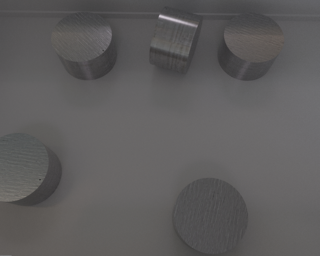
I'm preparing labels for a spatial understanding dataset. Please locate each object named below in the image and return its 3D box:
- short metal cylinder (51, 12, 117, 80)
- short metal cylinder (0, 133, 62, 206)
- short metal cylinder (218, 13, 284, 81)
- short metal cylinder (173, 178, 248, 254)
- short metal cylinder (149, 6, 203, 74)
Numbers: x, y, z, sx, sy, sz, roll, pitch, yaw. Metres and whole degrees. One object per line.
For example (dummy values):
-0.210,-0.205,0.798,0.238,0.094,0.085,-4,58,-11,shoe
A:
-0.105,-0.115,0.437,0.081,0.050,0.080,0,70,0,short metal cylinder
-0.167,0.052,0.376,0.081,0.050,0.080,0,70,0,short metal cylinder
0.126,-0.114,0.439,0.081,0.050,0.080,0,70,0,short metal cylinder
0.055,0.102,0.359,0.081,0.050,0.080,0,70,0,short metal cylinder
0.022,-0.119,0.424,0.050,0.080,0.080,18,71,6,short metal cylinder
